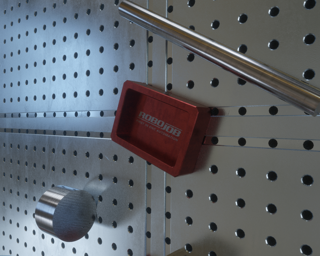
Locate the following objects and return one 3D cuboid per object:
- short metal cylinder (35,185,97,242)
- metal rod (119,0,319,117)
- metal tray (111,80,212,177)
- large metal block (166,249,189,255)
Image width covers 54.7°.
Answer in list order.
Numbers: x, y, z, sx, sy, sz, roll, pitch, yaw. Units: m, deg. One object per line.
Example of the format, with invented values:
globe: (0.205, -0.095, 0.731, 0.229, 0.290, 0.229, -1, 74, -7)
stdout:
short metal cylinder: (-0.150, 0.136, 0.498, 0.050, 0.081, 0.079, 2, 91, 40)
metal rod: (0.050, -0.097, 0.368, 0.300, 0.025, 0.025, 37, 113, 33)
metal tray: (-0.005, -0.003, 0.409, 0.130, 0.030, 0.089, 26, 106, 37)
large metal block: (0.011, 0.203, 0.365, 0.050, 0.081, 0.079, 16, 100, 39)
